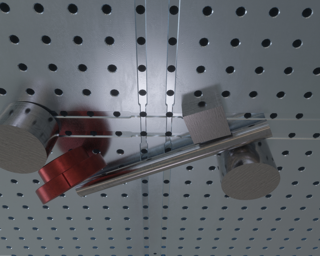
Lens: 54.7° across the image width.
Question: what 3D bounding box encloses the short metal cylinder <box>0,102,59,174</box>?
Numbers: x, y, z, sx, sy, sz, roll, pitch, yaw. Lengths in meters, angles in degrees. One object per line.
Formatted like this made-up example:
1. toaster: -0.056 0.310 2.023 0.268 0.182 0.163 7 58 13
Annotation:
1. short metal cylinder: -0.178 0.013 0.401 0.080 0.050 0.079 1 127 2

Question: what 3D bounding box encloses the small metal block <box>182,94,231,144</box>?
1. small metal block: 0.060 -0.011 0.403 0.050 0.025 0.050 -16 129 13

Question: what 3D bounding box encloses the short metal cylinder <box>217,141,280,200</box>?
1. short metal cylinder: 0.125 0.060 0.447 0.081 0.050 0.079 0 130 0

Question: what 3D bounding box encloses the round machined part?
1. round machined part: -0.126 0.060 0.426 0.098 0.098 0.042 -33 88 25

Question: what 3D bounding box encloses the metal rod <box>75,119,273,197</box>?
1. metal rod: 0.009 0.048 0.452 0.301 0.025 0.025 -20 128 15
